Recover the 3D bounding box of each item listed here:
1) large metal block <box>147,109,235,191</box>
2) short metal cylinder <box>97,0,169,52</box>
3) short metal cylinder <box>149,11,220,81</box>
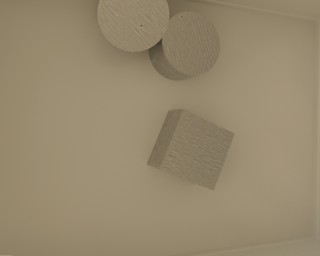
[{"bbox_3d":[0.040,0.028,0.413,0.080,0.050,0.080,25,82,-19],"label":"large metal block"},{"bbox_3d":[-0.033,-0.136,0.369,0.081,0.050,0.079,-4,116,-7],"label":"short metal cylinder"},{"bbox_3d":[0.031,-0.106,0.410,0.081,0.050,0.079,0,90,-21],"label":"short metal cylinder"}]
